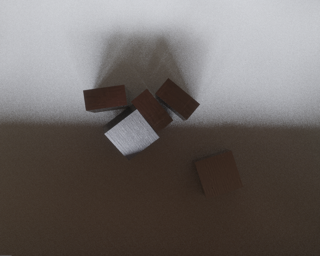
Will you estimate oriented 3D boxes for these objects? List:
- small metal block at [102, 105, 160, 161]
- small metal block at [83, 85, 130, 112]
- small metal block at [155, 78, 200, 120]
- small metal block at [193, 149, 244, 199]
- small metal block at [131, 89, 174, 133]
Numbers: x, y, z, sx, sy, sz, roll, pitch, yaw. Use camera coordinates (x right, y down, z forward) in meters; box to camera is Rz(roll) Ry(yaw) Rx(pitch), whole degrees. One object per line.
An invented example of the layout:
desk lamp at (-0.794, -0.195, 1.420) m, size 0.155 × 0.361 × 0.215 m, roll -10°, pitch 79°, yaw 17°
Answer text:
small metal block at (-0.038, 0.006, 0.402) m, size 0.050 × 0.025 × 0.050 m, roll -38°, pitch 116°, yaw 0°
small metal block at (-0.066, -0.037, 0.398) m, size 0.050 × 0.050 × 0.025 m, roll -8°, pitch 90°, yaw -1°
small metal block at (0.021, -0.035, 0.399) m, size 0.050 × 0.050 × 0.025 m, roll 40°, pitch 90°, yaw -1°
small metal block at (0.076, 0.060, 0.413) m, size 0.050 × 0.025 × 0.050 m, roll -18°, pitch 90°, yaw -1°
small metal block at (-0.009, -0.021, 0.399) m, size 0.025 × 0.050 × 0.050 m, roll -40°, pitch 91°, yaw 0°
